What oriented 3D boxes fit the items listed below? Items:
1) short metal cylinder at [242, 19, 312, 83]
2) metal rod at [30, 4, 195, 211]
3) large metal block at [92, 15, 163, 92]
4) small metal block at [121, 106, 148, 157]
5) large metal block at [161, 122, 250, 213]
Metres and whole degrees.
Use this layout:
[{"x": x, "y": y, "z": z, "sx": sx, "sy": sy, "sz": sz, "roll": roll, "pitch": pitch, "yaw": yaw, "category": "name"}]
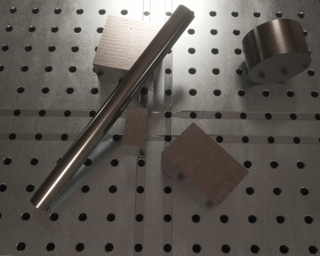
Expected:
[{"x": 0.157, "y": -0.102, "z": 0.422, "sx": 0.081, "sy": 0.080, "sz": 0.050, "roll": -5, "pitch": 70, "yaw": -2, "category": "short metal cylinder"}, {"x": -0.057, "y": -0.026, "z": 0.383, "sx": 0.025, "sy": 0.025, "sz": 0.300, "roll": 37, "pitch": 88, "yaw": 12, "category": "metal rod"}, {"x": -0.040, "y": -0.104, "z": 0.436, "sx": 0.080, "sy": 0.050, "sz": 0.080, "roll": 11, "pitch": 70, "yaw": 3, "category": "large metal block"}, {"x": -0.030, "y": 0.006, "z": 0.396, "sx": 0.025, "sy": 0.050, "sz": 0.050, "roll": 6, "pitch": 70, "yaw": 2, "category": "small metal block"}, {"x": 0.047, "y": 0.050, "z": 0.365, "sx": 0.080, "sy": 0.080, "sz": 0.050, "roll": 43, "pitch": 76, "yaw": 14, "category": "large metal block"}]
